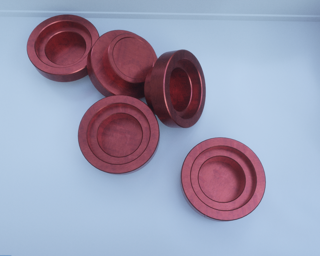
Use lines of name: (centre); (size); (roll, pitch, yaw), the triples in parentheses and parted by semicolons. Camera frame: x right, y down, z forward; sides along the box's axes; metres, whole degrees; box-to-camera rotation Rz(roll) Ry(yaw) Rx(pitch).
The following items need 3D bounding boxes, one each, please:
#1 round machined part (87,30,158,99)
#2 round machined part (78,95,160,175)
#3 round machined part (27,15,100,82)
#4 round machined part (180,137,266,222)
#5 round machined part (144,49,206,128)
round machined part: (-0.043, -0.085, 0.409); (0.099, 0.042, 0.098); (7, 75, -28)
round machined part: (-0.049, 0.011, 0.392); (0.099, 0.042, 0.098); (0, 77, 1)
round machined part: (-0.131, -0.107, 0.438); (0.099, 0.042, 0.098); (0, 70, -1)
round machined part: (0.073, 0.064, 0.378); (0.099, 0.042, 0.098); (0, 70, -1)
round machined part: (0.017, -0.049, 0.399); (0.042, 0.098, 0.098); (1, 66, 37)
